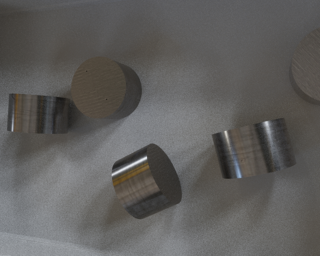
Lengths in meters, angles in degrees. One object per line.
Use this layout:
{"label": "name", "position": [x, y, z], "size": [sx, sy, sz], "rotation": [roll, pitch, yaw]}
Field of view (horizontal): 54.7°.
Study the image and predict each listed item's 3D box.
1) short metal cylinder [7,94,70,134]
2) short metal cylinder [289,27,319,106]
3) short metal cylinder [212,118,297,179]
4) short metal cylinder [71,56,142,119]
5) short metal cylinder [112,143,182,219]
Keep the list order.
{"label": "short metal cylinder", "position": [-0.171, -0.020, 0.440], "size": [0.080, 0.080, 0.050], "rotation": [5, 92, 19]}
{"label": "short metal cylinder", "position": [0.184, -0.065, 0.333], "size": [0.080, 0.050, 0.079], "rotation": [0, 90, 19]}
{"label": "short metal cylinder", "position": [0.103, 0.022, 0.345], "size": [0.080, 0.080, 0.050], "rotation": [-15, 85, 19]}
{"label": "short metal cylinder", "position": [-0.072, -0.052, 0.421], "size": [0.080, 0.050, 0.079], "rotation": [0, 90, 19]}
{"label": "short metal cylinder", "position": [-0.015, 0.066, 0.386], "size": [0.050, 0.080, 0.080], "rotation": [-28, 81, 18]}
